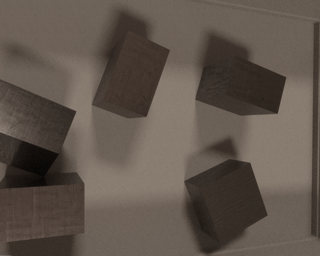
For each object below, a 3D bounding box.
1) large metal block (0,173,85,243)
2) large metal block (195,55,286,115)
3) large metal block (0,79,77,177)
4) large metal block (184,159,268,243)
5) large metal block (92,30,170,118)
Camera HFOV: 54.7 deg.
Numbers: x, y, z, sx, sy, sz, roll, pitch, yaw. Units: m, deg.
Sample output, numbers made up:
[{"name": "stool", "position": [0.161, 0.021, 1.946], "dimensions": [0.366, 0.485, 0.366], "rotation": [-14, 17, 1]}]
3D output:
[{"name": "large metal block", "position": [-0.128, 0.080, 0.335], "dimensions": [0.081, 0.080, 0.050], "rotation": [0, 91, -21]}, {"name": "large metal block", "position": [0.107, -0.053, 0.422], "dimensions": [0.081, 0.080, 0.050], "rotation": [17, 84, -20]}, {"name": "large metal block", "position": [-0.143, 0.004, 0.321], "dimensions": [0.080, 0.080, 0.050], "rotation": [24, 56, -19]}, {"name": "large metal block", "position": [0.092, 0.098, 0.433], "dimensions": [0.081, 0.050, 0.080], "rotation": [-23, 98, -19]}, {"name": "large metal block", "position": [-0.038, -0.058, 0.368], "dimensions": [0.050, 0.080, 0.080], "rotation": [21, 83, -19]}]
